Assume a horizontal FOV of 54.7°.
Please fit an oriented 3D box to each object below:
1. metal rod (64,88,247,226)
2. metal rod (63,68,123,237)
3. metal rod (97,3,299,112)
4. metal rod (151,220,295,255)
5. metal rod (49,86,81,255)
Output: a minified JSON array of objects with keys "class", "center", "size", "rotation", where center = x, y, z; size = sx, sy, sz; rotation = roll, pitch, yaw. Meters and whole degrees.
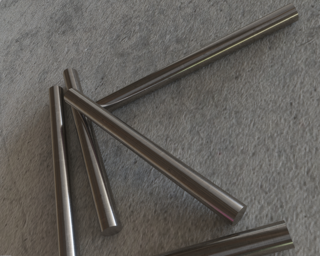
[{"class":"metal rod","center":[-0.027,0.019,0.388],"size":[0.300,0.025,0.025],"rotation":[33,80,32]},{"class":"metal rod","center":[-0.106,0.012,0.450],"size":[0.025,0.025,0.300],"rotation":[-31,52,8]},{"class":"metal rod","center":[0.042,-0.090,0.436],"size":[0.301,0.025,0.025],"rotation":[-25,53,12]},{"class":"metal rod","center":[-0.018,0.148,0.320],"size":[0.301,0.025,0.025],"rotation":[-21,54,15]},{"class":"metal rod","center":[-0.141,0.050,0.444],"size":[0.025,0.025,0.299],"rotation":[-27,52,11]}]
